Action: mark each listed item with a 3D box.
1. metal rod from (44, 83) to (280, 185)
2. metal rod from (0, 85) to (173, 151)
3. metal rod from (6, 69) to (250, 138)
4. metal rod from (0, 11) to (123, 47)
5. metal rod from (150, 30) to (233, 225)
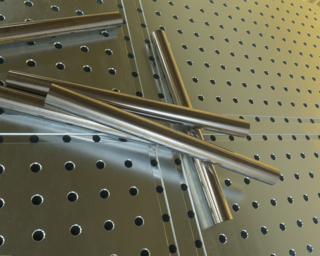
[{"bbox_3d":[0.016,0.014,0.374,0.302,0.025,0.025,21,54,-16],"label":"metal rod"},{"bbox_3d":[-0.111,-0.017,0.358,0.302,0.025,0.025,15,56,-20],"label":"metal rod"},{"bbox_3d":[-0.027,-0.027,0.388,0.302,0.025,0.025,11,57,-14],"label":"metal rod"},{"bbox_3d":[-0.176,-0.117,0.384,0.302,0.025,0.025,-23,74,-36],"label":"metal rod"},{"bbox_3d":[0.037,-0.017,0.437,0.025,0.025,0.299,-3,63,-30],"label":"metal rod"}]
